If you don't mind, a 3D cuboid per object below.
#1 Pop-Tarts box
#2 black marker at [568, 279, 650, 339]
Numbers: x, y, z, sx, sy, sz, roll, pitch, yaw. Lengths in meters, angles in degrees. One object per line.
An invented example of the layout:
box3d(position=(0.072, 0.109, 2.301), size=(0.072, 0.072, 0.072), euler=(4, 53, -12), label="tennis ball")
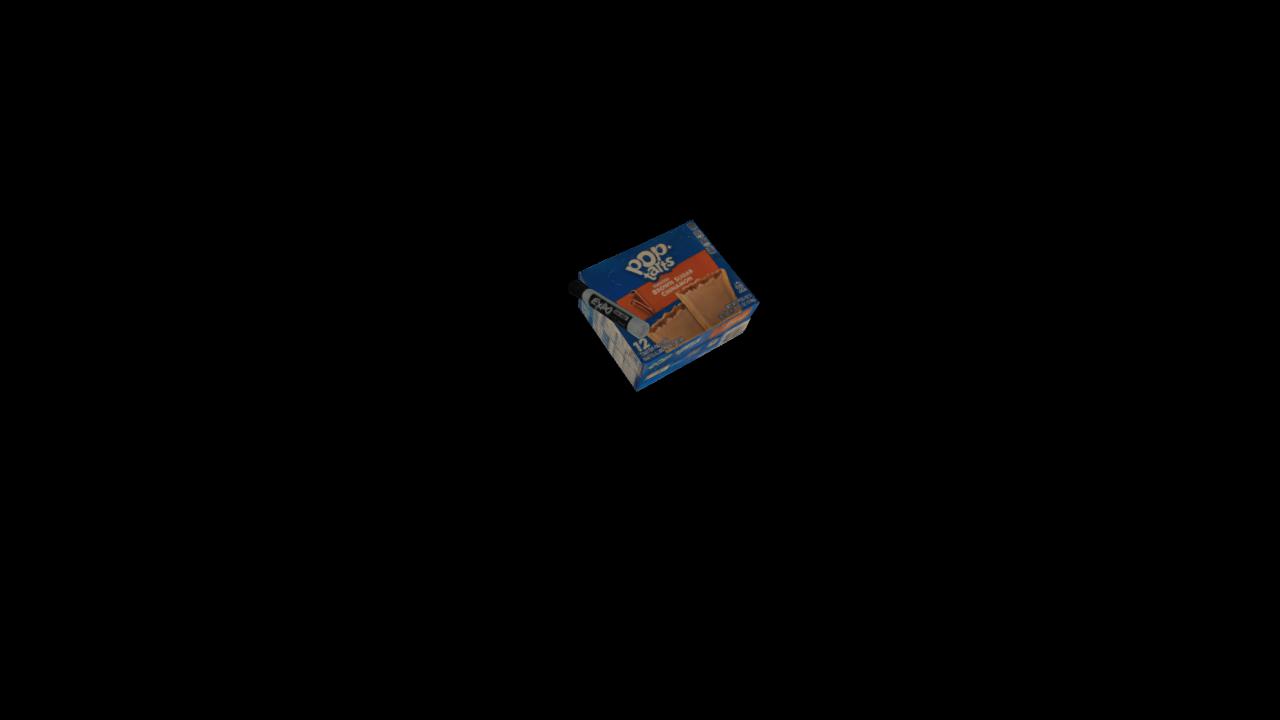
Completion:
box3d(position=(0.031, -0.068, 0.745), size=(0.167, 0.141, 0.083), euler=(-28, -20, -20), label="Pop-Tarts box")
box3d(position=(-0.037, -0.057, 0.658), size=(0.020, 0.020, 0.121), euler=(0, 27, -48), label="black marker")
